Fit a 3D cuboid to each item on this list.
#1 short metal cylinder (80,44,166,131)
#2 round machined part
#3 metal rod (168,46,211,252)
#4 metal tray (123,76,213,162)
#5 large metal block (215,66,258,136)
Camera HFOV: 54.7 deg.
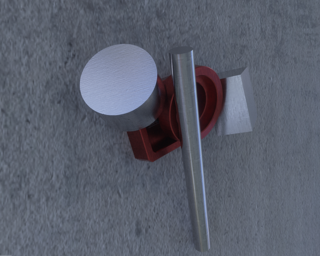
[{"bbox_3d":[-0.037,-0.042,0.332,0.050,0.080,0.080,60,46,-68],"label":"short metal cylinder"},{"bbox_3d":[0.033,-0.032,0.393,0.099,0.042,0.097,-19,118,-39],"label":"round machined part"},{"bbox_3d":[0.042,0.048,0.387,0.025,0.025,0.298,-34,128,-35],"label":"metal rod"},{"bbox_3d":[0.013,-0.021,0.416,0.131,0.030,0.089,-26,107,-37],"label":"metal tray"},{"bbox_3d":[0.109,-0.042,0.462,0.080,0.050,0.080,-41,118,-61],"label":"large metal block"}]
